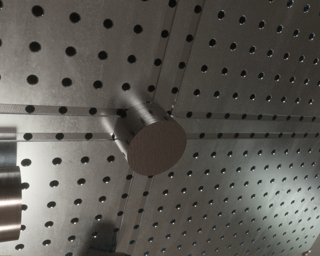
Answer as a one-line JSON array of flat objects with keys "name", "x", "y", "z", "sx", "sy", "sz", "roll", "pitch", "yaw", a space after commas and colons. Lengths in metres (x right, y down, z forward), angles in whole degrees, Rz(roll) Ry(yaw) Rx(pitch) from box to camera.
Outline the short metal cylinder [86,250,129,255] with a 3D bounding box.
[{"name": "short metal cylinder", "x": -0.084, "y": 0.232, "z": 0.475, "sx": 0.050, "sy": 0.080, "sz": 0.080, "roll": 23, "pitch": 106, "yaw": -37}]

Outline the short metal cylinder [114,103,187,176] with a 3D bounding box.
[{"name": "short metal cylinder", "x": -0.013, "y": 0.014, "z": 0.398, "sx": 0.081, "sy": 0.050, "sz": 0.079, "roll": -14, "pitch": 125, "yaw": -21}]

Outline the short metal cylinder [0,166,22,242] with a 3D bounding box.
[{"name": "short metal cylinder", "x": -0.179, "y": 0.081, "z": 0.329, "sx": 0.050, "sy": 0.080, "sz": 0.079, "roll": 2, "pitch": 118, "yaw": -30}]
